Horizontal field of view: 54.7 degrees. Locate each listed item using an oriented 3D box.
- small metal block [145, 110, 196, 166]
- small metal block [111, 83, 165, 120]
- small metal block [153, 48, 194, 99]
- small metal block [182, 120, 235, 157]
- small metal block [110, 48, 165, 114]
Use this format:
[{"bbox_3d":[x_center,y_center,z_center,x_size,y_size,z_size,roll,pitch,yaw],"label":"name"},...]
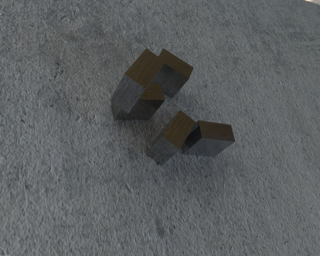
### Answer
[{"bbox_3d":[0.013,0.013,0.387,0.025,0.050,0.050,37,51,-4],"label":"small metal block"},{"bbox_3d":[-0.029,-0.033,0.392,0.050,0.050,0.025,-1,62,-29],"label":"small metal block"},{"bbox_3d":[0.011,-0.076,0.440,0.050,0.050,0.025,30,52,-9],"label":"small metal block"},{"bbox_3d":[0.062,0.016,0.411,0.050,0.050,0.025,7,59,-25],"label":"small metal block"},{"bbox_3d":[-0.025,-0.051,0.341,0.025,0.050,0.050,35,51,-5],"label":"small metal block"}]
